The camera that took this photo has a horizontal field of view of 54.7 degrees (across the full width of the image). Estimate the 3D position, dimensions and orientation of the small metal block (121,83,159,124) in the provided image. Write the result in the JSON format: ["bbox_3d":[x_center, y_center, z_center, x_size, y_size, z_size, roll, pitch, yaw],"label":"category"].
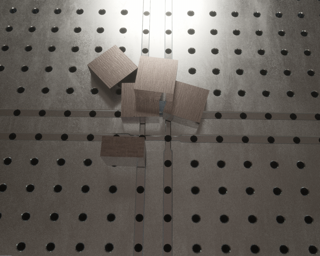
[{"bbox_3d":[-0.026,-0.034,0.424,0.050,0.025,0.050,-1,70,-1],"label":"small metal block"}]

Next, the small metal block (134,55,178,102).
[{"bbox_3d":[-0.004,-0.065,0.409,0.050,0.025,0.050,8,70,2],"label":"small metal block"}]

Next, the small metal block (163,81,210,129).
[{"bbox_3d":[0.035,-0.032,0.424,0.050,0.025,0.050,17,71,6],"label":"small metal block"}]

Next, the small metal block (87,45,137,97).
[{"bbox_3d":[-0.066,-0.082,0.441,0.050,0.025,0.050,-40,75,-14],"label":"small metal block"}]

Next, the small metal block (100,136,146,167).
[{"bbox_3d":[-0.044,0.030,0.387,0.050,0.050,0.025,2,70,0],"label":"small metal block"}]
